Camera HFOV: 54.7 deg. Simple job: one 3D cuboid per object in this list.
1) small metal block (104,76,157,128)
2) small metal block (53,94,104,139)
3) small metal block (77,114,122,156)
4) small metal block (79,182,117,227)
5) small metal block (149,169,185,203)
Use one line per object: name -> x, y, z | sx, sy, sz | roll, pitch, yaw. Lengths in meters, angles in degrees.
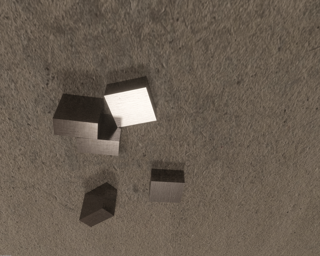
small metal block -> -0.035, -0.031, 0.380 | 0.050, 0.025, 0.050 | -11, 130, 8
small metal block -> -0.098, -0.015, 0.377 | 0.050, 0.050, 0.025 | 6, 130, -6
small metal block -> -0.075, 0.007, 0.396 | 0.050, 0.050, 0.025 | 6, 130, -5
small metal block -> -0.097, 0.122, 0.493 | 0.050, 0.050, 0.025 | -31, 124, 23
small metal block -> 0.010, 0.091, 0.485 | 0.050, 0.025, 0.050 | 4, 130, -4
